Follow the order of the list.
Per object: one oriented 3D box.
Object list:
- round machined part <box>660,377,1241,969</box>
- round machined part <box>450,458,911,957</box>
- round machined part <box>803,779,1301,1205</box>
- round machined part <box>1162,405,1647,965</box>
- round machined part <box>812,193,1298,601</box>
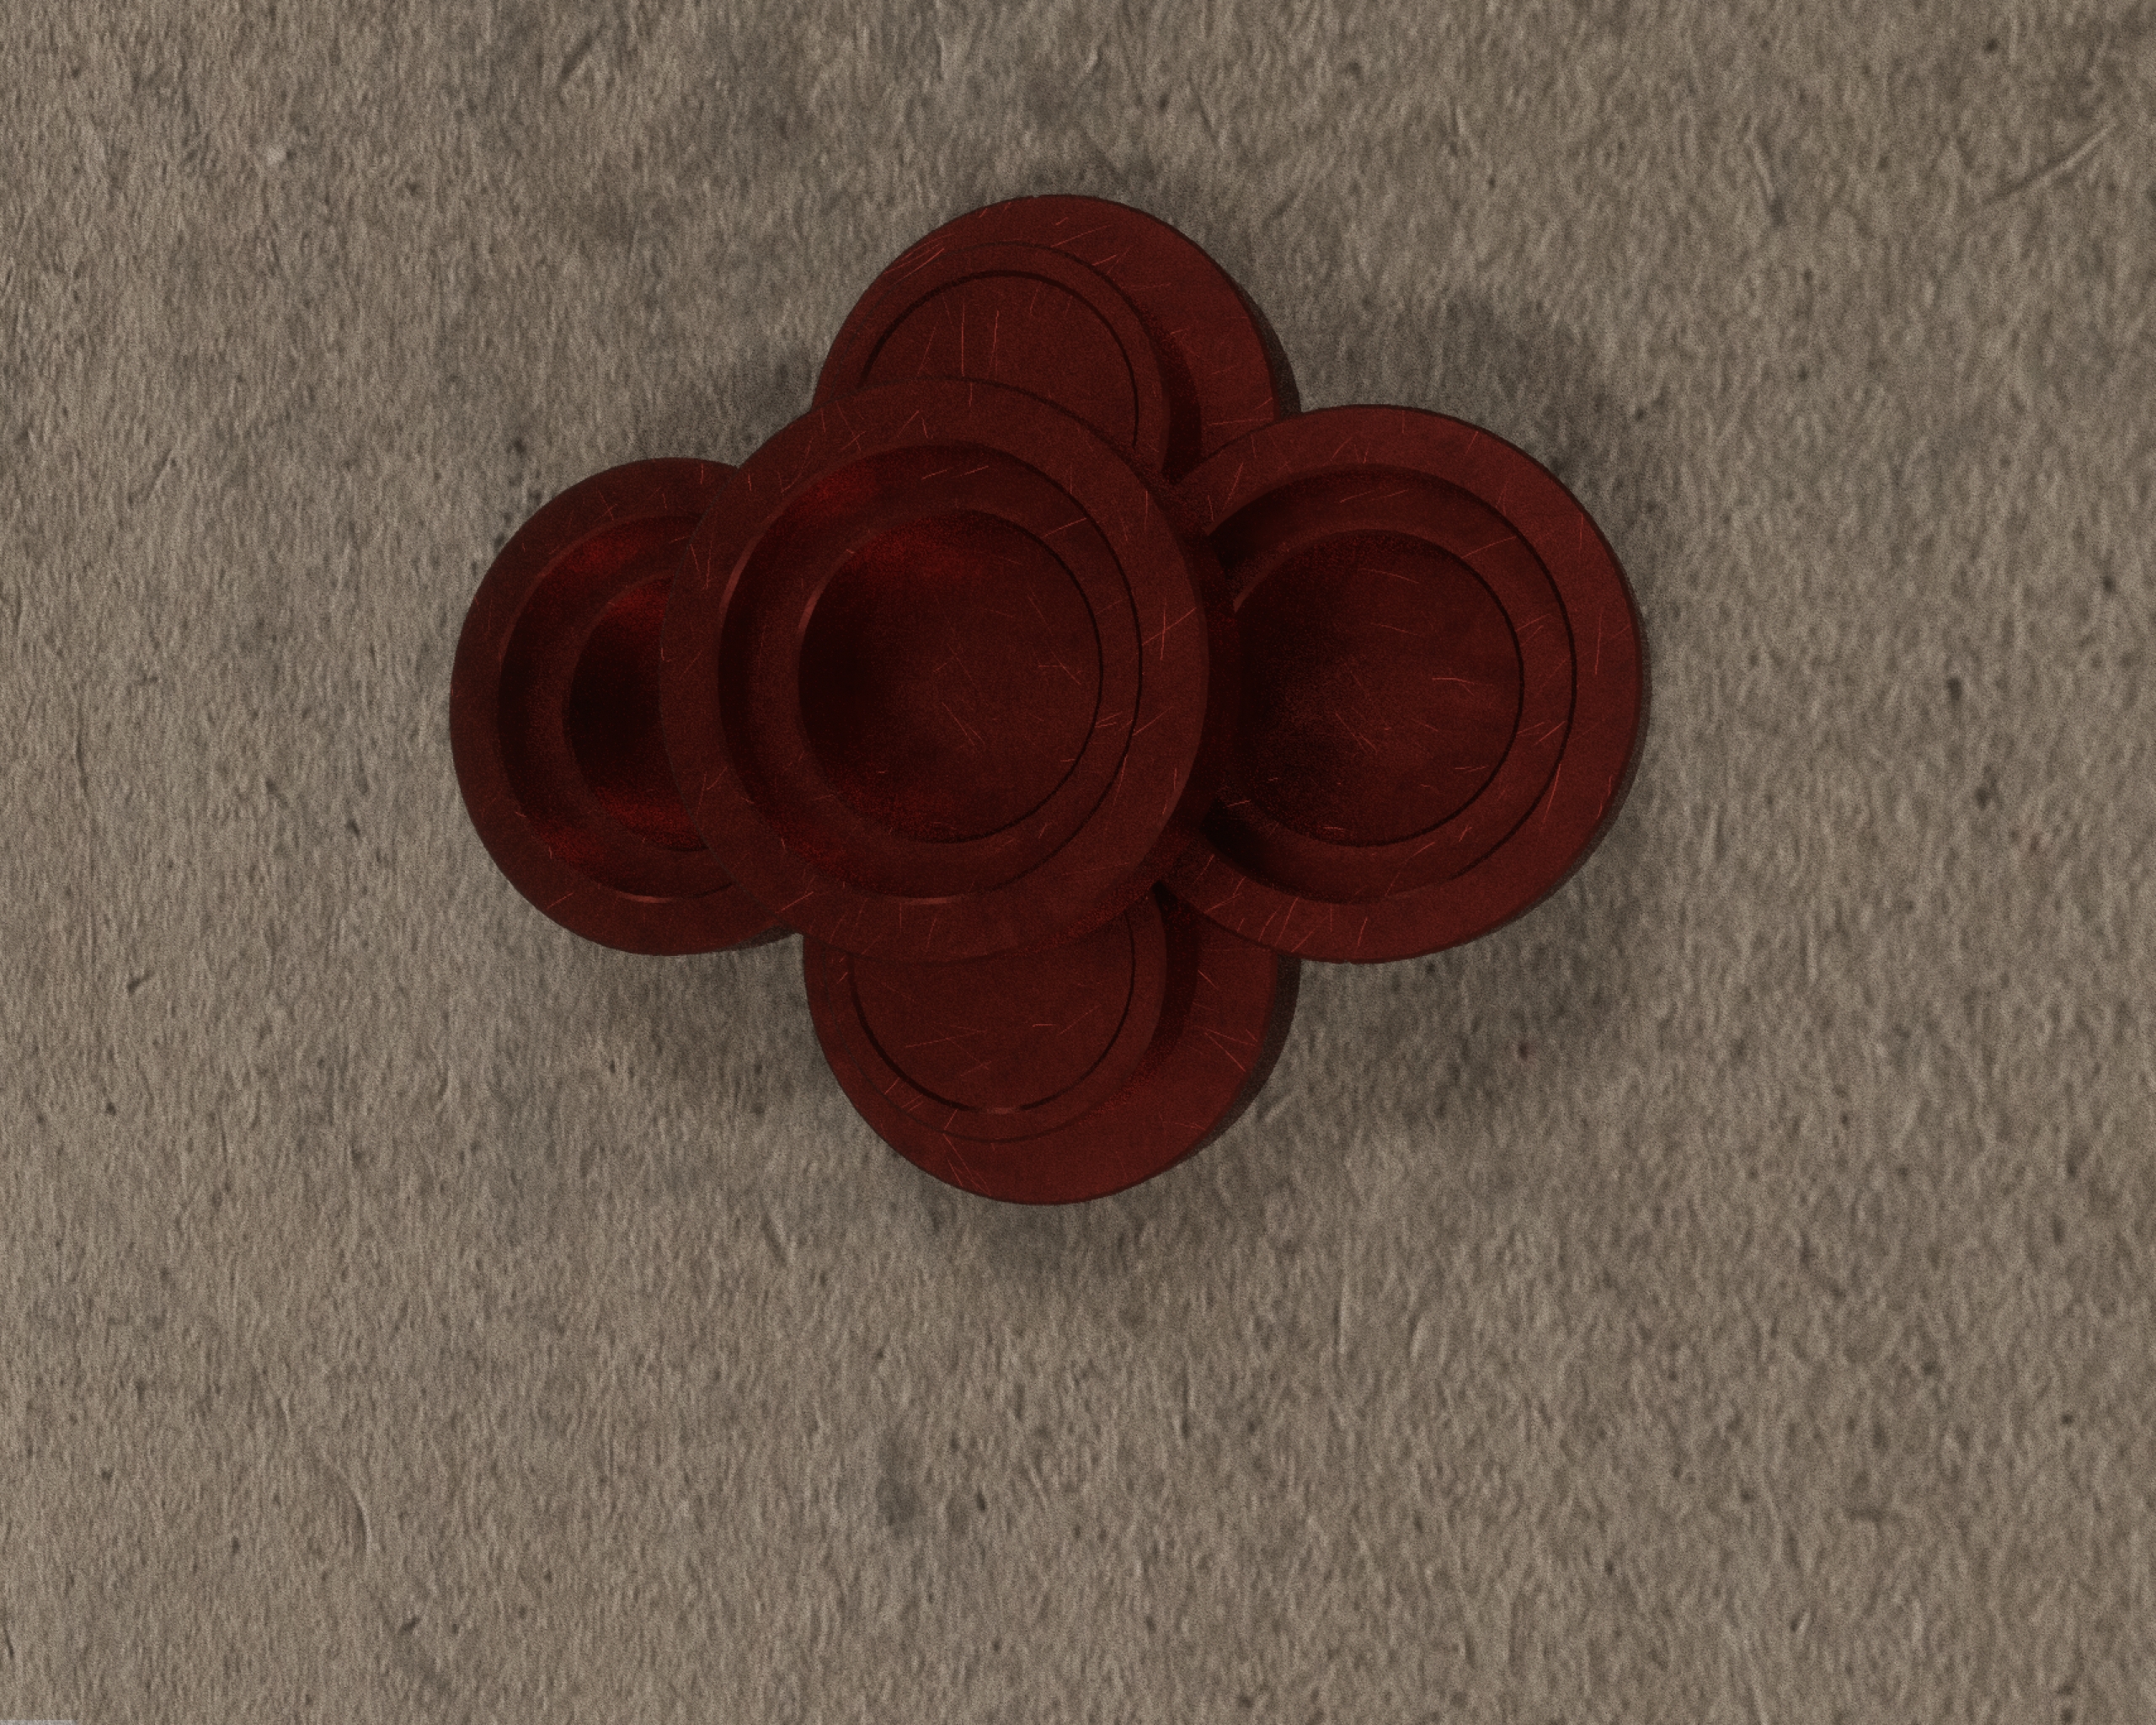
[{"bbox_3d":[-0.019,-0.031,0.362,0.098,0.042,0.097,0,90,19],"label":"round machined part"},{"bbox_3d":[-0.074,-0.030,0.426,0.098,0.042,0.097,0,90,19],"label":"round machined part"},{"bbox_3d":[-0.010,0.018,0.403,0.098,0.042,0.097,0,90,19],"label":"round machined part"},{"bbox_3d":[0.054,-0.031,0.381,0.098,0.042,0.097,0,90,19],"label":"round machined part"},{"bbox_3d":[-0.009,-0.081,0.403,0.098,0.042,0.097,0,90,19],"label":"round machined part"}]
